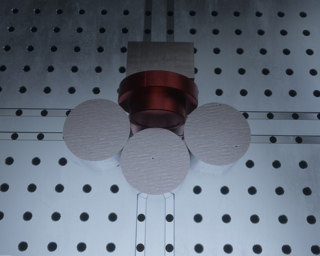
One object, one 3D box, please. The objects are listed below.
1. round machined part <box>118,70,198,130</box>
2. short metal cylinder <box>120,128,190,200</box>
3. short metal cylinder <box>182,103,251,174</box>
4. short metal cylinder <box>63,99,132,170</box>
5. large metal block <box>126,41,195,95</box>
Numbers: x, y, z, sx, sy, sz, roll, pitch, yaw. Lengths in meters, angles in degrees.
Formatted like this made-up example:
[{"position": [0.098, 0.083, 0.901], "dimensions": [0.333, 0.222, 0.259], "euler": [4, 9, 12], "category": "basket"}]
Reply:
[{"position": [-0.003, -0.028, 0.381], "dimensions": [0.099, 0.098, 0.042], "euler": [2, 70, 0], "category": "round machined part"}, {"position": [-0.005, 0.045, 0.382], "dimensions": [0.081, 0.050, 0.080], "euler": [0, 70, 0], "category": "short metal cylinder"}, {"position": [0.069, 0.014, 0.394], "dimensions": [0.081, 0.050, 0.080], "euler": [0, 70, 0], "category": "short metal cylinder"}, {"position": [-0.076, 0.009, 0.395], "dimensions": [0.081, 0.050, 0.080], "euler": [0, 70, 0], "category": "short metal cylinder"}, {"position": [0.001, -0.069, 0.407], "dimensions": [0.081, 0.080, 0.050], "euler": [1, 70, 0], "category": "large metal block"}]
